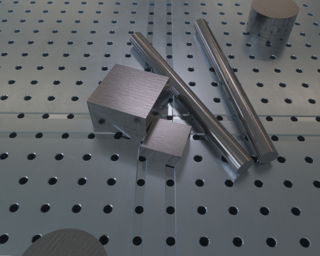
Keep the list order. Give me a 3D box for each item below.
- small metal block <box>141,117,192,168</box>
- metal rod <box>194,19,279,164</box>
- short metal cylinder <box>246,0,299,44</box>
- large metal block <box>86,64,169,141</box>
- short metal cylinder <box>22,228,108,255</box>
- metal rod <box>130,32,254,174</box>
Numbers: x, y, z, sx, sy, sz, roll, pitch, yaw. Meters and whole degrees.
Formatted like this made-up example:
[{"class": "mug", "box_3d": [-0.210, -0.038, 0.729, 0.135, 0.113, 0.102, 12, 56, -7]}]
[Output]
[{"class": "small metal block", "box_3d": [0.009, 0.018, 0.393, 0.050, 0.025, 0.050, 14, 51, 11]}, {"class": "metal rod", "box_3d": [0.103, -0.076, 0.472, 0.025, 0.025, 0.300, -9, 51, -7]}, {"class": "short metal cylinder", "box_3d": [0.201, -0.197, 0.558, 0.081, 0.050, 0.080, 0, 50, 0]}, {"class": "large metal block", "box_3d": [-0.040, -0.035, 0.421, 0.080, 0.050, 0.080, 17, 52, 14]}, {"class": "short metal cylinder", "box_3d": [-0.082, 0.138, 0.275, 0.081, 0.050, 0.080, 0, 50, 0]}, {"class": "metal rod", "box_3d": [0.030, -0.055, 0.453, 0.025, 0.025, 0.300, -23, 54, -18]}]
